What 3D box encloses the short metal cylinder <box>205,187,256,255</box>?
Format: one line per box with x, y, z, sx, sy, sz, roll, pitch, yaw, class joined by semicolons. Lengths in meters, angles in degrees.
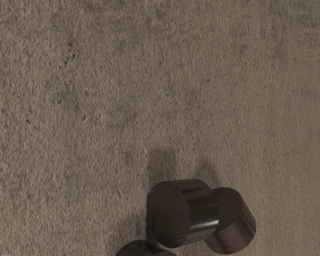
0.091;0.133;0.448;0.080;0.080;0.050;-48;119;-29;short metal cylinder

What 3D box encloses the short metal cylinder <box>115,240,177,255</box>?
-0.017;0.184;0.377;0.081;0.050;0.079;0;90;-40;short metal cylinder

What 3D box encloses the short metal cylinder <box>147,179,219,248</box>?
0.028;0.106;0.395;0.050;0.080;0.079;3;88;-40;short metal cylinder
